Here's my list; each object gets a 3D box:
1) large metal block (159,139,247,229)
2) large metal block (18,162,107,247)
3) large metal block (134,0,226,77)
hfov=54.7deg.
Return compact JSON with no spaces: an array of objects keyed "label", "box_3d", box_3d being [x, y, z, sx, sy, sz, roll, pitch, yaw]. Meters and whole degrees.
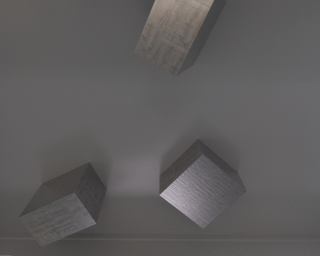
[{"label":"large metal block","box_3d":[0.056,0.076,0.426,0.080,0.050,0.080,40,105,-14]},{"label":"large metal block","box_3d":[-0.126,0.100,0.418,0.080,0.080,0.050,-25,108,9]},{"label":"large metal block","box_3d":[0.024,-0.109,0.330,0.050,0.080,0.079,30,116,7]}]
